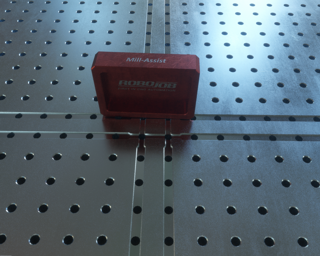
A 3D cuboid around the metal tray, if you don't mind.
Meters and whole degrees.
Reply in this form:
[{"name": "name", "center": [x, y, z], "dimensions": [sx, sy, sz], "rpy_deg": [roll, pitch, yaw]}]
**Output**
[{"name": "metal tray", "center": [-0.017, -0.054, 0.410], "dimensions": [0.131, 0.089, 0.030], "rpy_deg": [2, 50, 1]}]
